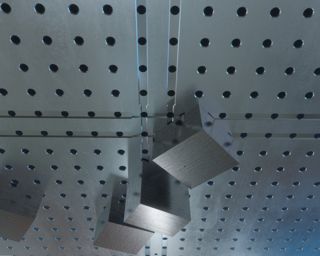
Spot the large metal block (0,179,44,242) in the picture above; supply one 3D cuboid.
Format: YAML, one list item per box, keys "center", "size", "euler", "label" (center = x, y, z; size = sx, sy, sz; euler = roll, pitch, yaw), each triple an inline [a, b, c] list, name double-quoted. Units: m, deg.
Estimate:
- center: [-0.250, 0.136, 0.508]
  size: [0.080, 0.050, 0.080]
  euler: [26, 125, -21]
  label: "large metal block"

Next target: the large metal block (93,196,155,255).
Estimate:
- center: [-0.062, 0.171, 0.540]
  size: [0.080, 0.050, 0.080]
  euler: [20, 127, -16]
  label: "large metal block"

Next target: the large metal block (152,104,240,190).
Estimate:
- center: [0.047, 0.028, 0.419]
  size: [0.080, 0.050, 0.080]
  euler: [-34, 123, 25]
  label: "large metal block"

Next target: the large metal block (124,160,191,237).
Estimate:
- center: [-0.004, 0.105, 0.465]
  size: [0.080, 0.080, 0.050]
  euler: [24, 126, -19]
  label: "large metal block"
